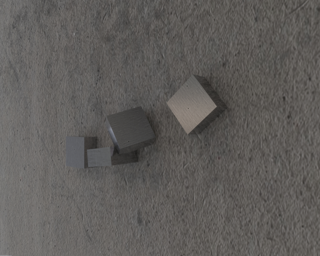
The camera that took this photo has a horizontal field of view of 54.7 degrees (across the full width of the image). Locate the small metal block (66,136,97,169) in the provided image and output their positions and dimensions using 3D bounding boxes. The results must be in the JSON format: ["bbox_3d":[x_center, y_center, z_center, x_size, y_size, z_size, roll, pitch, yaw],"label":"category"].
[{"bbox_3d":[-0.130,0.039,0.513,0.050,0.025,0.050,1,91,40],"label":"small metal block"}]

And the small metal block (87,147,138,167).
[{"bbox_3d":[-0.068,0.040,0.445,0.050,0.050,0.025,-9,85,39],"label":"small metal block"}]

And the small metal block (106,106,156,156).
[{"bbox_3d":[-0.040,0.004,0.419,0.050,0.050,0.025,64,157,20],"label":"small metal block"}]

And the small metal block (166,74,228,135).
[{"bbox_3d":[0.043,-0.027,0.369,0.050,0.025,0.050,-46,63,30],"label":"small metal block"}]
